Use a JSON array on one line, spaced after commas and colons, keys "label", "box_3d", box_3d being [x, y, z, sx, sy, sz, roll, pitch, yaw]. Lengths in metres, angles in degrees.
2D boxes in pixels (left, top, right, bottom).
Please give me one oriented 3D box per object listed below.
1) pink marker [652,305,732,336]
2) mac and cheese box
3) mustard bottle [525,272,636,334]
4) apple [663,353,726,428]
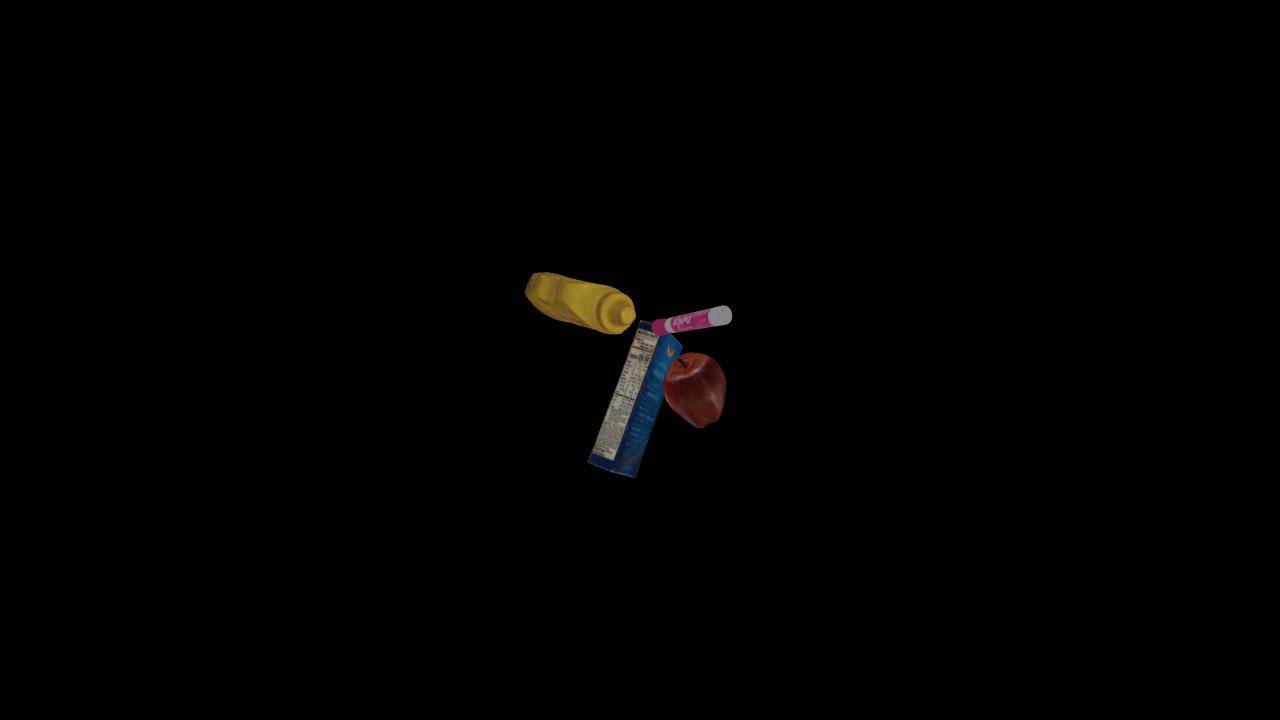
[{"label": "pink marker", "box_3d": [0.049, -0.039, 0.634, 0.020, 0.020, 0.121, 0, -4, -31]}, {"label": "mac and cheese box", "box_3d": [-0.003, 0.052, 0.769, 0.041, 0.184, 0.093, 17, -8, 22]}, {"label": "mustard bottle", "box_3d": [-0.058, -0.061, 0.697, 0.092, 0.054, 0.184, 31, -6, -33]}, {"label": "apple", "box_3d": [0.068, 0.035, 0.756, 0.079, 0.093, 0.079, -21, 25, 10]}]
